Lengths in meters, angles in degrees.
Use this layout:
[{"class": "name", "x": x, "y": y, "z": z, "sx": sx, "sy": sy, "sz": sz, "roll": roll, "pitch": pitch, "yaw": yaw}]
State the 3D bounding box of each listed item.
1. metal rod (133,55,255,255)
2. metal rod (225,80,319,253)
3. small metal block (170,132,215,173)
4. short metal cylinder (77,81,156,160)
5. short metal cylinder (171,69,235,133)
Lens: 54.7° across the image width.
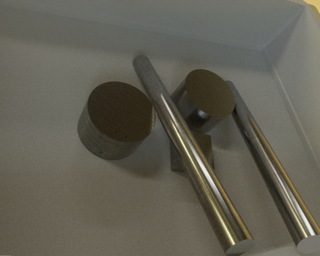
[{"class": "metal rod", "x": 0.017, "y": -0.002, "z": 0.345, "sx": 0.025, "sy": 0.025, "sz": 0.300, "roll": 5, "pitch": 37, "yaw": -26}, {"class": "metal rod", "x": 0.119, "y": 0.015, "z": 0.386, "sx": 0.025, "sy": 0.025, "sz": 0.300, "roll": 20, "pitch": 30, "yaw": -17}, {"class": "small metal block", "x": 0.042, "y": 0.032, "z": 0.410, "sx": 0.050, "sy": 0.025, "sz": 0.050, "roll": 12, "pitch": 57, "yaw": -22}, {"class": "short metal cylinder", "x": -0.052, "y": -0.008, "z": 0.368, "sx": 0.081, "sy": 0.050, "sz": 0.080, "roll": 14, "pitch": 56, "yaw": -21}, {"class": "short metal cylinder", "x": 0.060, "y": -0.038, "z": 0.447, "sx": 0.081, "sy": 0.050, "sz": 0.080, "roll": 14, "pitch": 56, "yaw": -21}]
